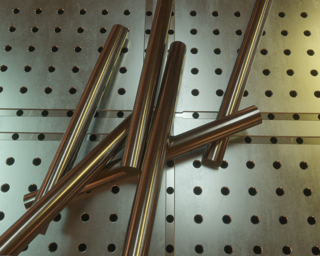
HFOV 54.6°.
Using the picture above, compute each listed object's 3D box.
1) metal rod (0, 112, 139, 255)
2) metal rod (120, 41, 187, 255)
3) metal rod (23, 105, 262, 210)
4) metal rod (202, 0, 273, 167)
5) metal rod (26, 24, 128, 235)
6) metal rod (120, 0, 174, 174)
[{"bbox_3d":[-0.099,0.065,0.339,0.025,0.025,0.301,35,55,12],"label":"metal rod"},{"bbox_3d":[0.001,0.002,0.370,0.025,0.025,0.300,10,55,3],"label":"metal rod"},{"bbox_3d":[-0.019,0.038,0.382,0.301,0.025,0.025,-21,71,-2],"label":"metal rod"},{"bbox_3d":[0.119,-0.087,0.444,0.025,0.025,0.300,19,71,7],"label":"metal rod"},{"bbox_3d":[-0.098,-0.018,0.399,0.025,0.025,0.300,14,63,5],"label":"metal rod"},{"bbox_3d":[-0.011,-0.082,0.419,0.025,0.025,0.300,8,62,3],"label":"metal rod"}]
